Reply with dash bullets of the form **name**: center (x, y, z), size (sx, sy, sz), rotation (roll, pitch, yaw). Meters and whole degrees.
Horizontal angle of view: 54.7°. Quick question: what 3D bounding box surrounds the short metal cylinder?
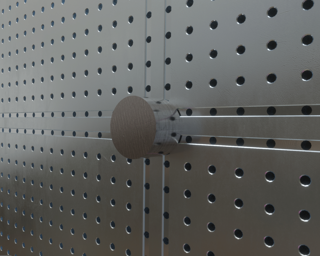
- **short metal cylinder**: center (-0.019, -0.001, 0.407), size (0.080, 0.050, 0.079), rotation (0, 90, 39)
